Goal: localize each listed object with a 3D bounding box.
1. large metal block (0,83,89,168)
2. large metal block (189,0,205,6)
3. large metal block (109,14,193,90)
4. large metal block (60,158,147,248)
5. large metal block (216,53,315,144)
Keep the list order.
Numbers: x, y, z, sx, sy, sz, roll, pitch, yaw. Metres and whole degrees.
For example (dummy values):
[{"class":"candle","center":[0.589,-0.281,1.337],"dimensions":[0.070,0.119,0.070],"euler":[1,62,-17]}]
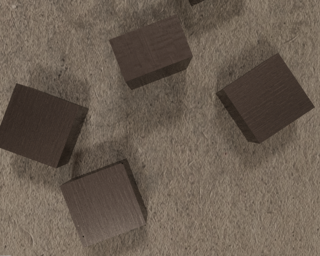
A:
[{"class":"large metal block","center":[-0.148,-0.003,0.396],"dimensions":[0.080,0.050,0.080],"euler":[20,90,-1]},{"class":"large metal block","center":[0.062,-0.219,0.398],"dimensions":[0.080,0.050,0.080],"euler":[-25,90,-1]},{"class":"large metal block","center":[-0.010,-0.089,0.382],"dimensions":[0.080,0.080,0.050],"euler":[-21,90,0]},{"class":"large metal block","center":[-0.069,0.093,0.397],"dimensions":[0.080,0.050,0.080],"euler":[-21,90,-1]},{"class":"large metal block","center":[0.132,-0.036,0.399],"dimensions":[0.080,0.050,0.080],"euler":[-34,90,0]}]
